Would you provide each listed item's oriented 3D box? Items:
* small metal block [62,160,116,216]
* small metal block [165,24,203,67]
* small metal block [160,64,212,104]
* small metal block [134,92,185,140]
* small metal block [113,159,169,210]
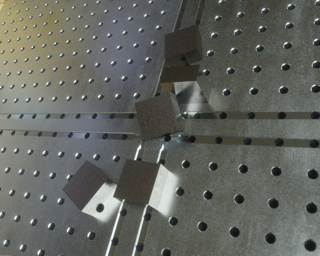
[{"bbox_3d":[-0.093,0.079,0.410,0.050,0.025,0.050,32,79,38],"label":"small metal block"},{"bbox_3d":[0.035,-0.121,0.465,0.050,0.025,0.050,-12,56,21],"label":"small metal block"},{"bbox_3d":[0.035,-0.056,0.409,0.050,0.050,0.025,1,62,28],"label":"small metal block"},{"bbox_3d":[-0.001,-0.014,0.406,0.050,0.025,0.050,-16,81,19],"label":"small metal block"},{"bbox_3d":[-0.023,0.068,0.379,0.050,0.025,0.050,4,64,30],"label":"small metal block"}]
